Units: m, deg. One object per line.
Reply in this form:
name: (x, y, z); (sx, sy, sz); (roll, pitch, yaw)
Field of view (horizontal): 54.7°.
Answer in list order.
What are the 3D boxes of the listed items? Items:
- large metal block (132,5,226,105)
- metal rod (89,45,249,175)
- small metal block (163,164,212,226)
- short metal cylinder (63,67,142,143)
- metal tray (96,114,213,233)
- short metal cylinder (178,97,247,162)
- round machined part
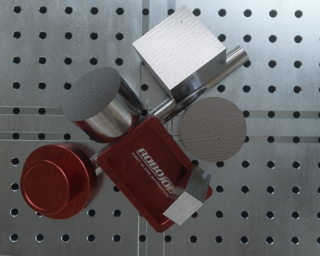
large metal block: (0.026, -0.090, 0.389); (0.080, 0.050, 0.080); (-37, 71, 0)
metal rod: (-0.009, -0.009, 0.415); (0.300, 0.025, 0.025); (-37, 90, 0)
small metal block: (0.033, 0.080, 0.372); (0.025, 0.050, 0.050); (35, 125, -2)
short metal cylinder: (-0.070, -0.028, 0.380); (0.080, 0.050, 0.080); (-15, 51, 20)
metal tray: (-0.006, 0.058, 0.396); (0.090, 0.030, 0.130); (-38, 103, 0)
short metal cylinder: (0.065, 0.002, 0.401); (0.081, 0.050, 0.079); (0, 90, 0)
round machined part: (-0.134, 0.069, 0.391); (0.098, 0.042, 0.097); (2, 96, 15)
